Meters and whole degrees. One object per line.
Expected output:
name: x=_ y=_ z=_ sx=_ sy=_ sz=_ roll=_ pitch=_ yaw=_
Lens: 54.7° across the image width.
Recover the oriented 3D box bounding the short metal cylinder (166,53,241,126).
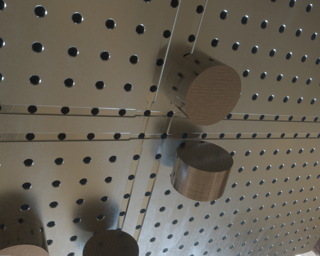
short metal cylinder: x=0.055 y=-0.050 z=0.394 sx=0.081 sy=0.050 sz=0.079 roll=-14 pitch=124 yaw=-21

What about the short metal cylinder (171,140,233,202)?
short metal cylinder: x=0.059 y=0.060 z=0.445 sx=0.081 sy=0.080 sz=0.050 roll=-5 pitch=121 yaw=-26

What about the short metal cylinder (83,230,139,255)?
short metal cylinder: x=-0.073 y=0.199 z=0.459 sx=0.081 sy=0.080 sz=0.050 roll=-9 pitch=122 yaw=-24

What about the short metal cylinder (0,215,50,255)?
short metal cylinder: x=-0.185 y=0.158 z=0.392 sx=0.081 sy=0.050 sz=0.079 roll=-14 pitch=124 yaw=-21
